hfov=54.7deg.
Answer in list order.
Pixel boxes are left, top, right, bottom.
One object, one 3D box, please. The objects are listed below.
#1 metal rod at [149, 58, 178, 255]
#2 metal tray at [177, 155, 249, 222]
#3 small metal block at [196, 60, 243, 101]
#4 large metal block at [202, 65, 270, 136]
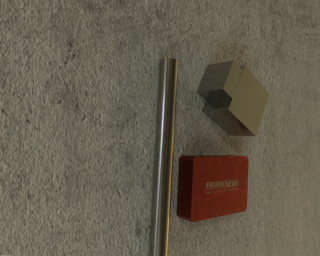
[{"bbox_3d":[0.004,0.058,0.410,0.025,0.025,0.298,5,87,-40],"label":"metal rod"},{"bbox_3d":[0.085,0.088,0.475,0.131,0.030,0.089,4,88,-40],"label":"metal tray"},{"bbox_3d":[0.089,-0.071,0.466,0.025,0.050,0.050,37,68,-34],"label":"small metal block"},{"bbox_3d":[0.123,-0.041,0.494,0.080,0.050,0.080,37,67,-34],"label":"large metal block"}]
